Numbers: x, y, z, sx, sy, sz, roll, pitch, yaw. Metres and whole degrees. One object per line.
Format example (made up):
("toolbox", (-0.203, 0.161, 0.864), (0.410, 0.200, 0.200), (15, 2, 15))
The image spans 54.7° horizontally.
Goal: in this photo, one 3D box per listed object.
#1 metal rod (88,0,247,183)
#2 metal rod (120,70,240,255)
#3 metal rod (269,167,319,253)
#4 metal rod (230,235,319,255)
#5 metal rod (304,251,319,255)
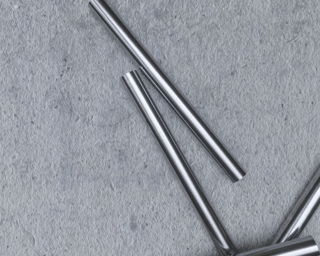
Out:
("metal rod", (0.010, -0.051, 0.409), (0.025, 0.025, 0.300), (-39, 90, 0))
("metal rod", (0.032, 0.060, 0.410), (0.025, 0.025, 0.299), (-30, 90, 0))
("metal rod", (0.172, 0.140, 0.411), (0.025, 0.025, 0.299), (33, 90, 0))
("metal rod", (0.044, 0.187, 0.391), (0.301, 0.025, 0.025), (-18, 90, 7))
("metal rod", (0.071, 0.211, 0.393), (0.301, 0.025, 0.025), (-21, 90, 7))
